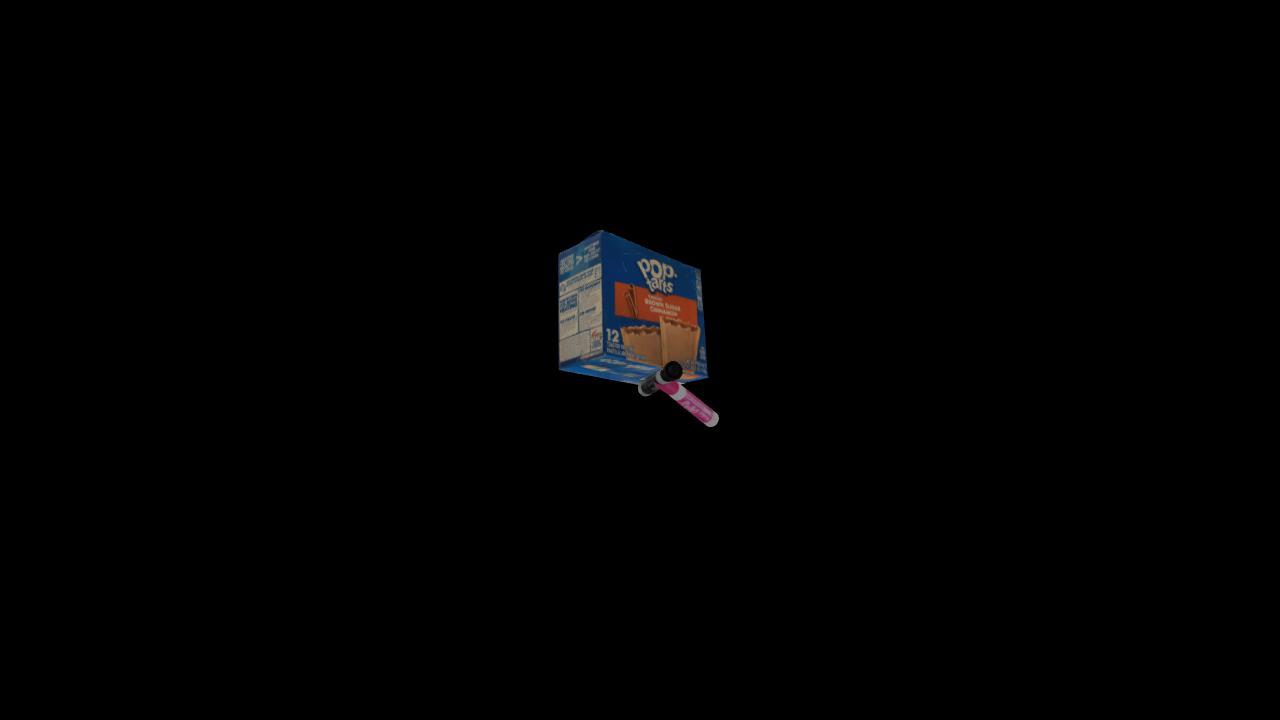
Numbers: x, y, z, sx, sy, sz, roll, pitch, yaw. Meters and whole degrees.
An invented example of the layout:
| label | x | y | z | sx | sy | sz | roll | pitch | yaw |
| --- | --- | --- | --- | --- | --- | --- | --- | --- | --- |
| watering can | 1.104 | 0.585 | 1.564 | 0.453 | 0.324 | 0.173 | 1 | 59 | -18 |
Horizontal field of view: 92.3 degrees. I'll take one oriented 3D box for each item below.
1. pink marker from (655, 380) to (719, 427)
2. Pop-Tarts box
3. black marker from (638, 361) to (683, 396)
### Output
| label | x | y | z | sx | sy | sz | roll | pitch | yaw |
| --- | --- | --- | --- | --- | --- | --- | --- | --- | --- |
| pink marker | 0.052 | 0.044 | 0.672 | 0.020 | 0.020 | 0.121 | 0 | -25 | 36 |
| Pop-Tarts box | -0.006 | -0.050 | 0.712 | 0.083 | 0.141 | 0.167 | -17 | -21 | 42 |
| black marker | 0.020 | 0.021 | 0.648 | 0.020 | 0.020 | 0.121 | 0 | -12 | -14 |
